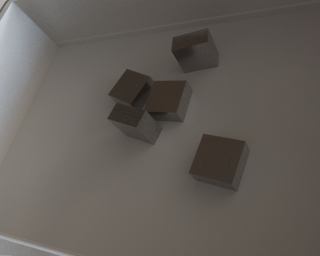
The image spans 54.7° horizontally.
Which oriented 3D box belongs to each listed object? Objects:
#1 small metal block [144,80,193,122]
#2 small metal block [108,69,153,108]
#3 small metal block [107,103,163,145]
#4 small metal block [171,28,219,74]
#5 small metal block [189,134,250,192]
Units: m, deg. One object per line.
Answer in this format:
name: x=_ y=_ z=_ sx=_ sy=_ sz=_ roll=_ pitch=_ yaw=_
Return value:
small metal block: x=0.012 y=-0.037 z=0.422 sx=0.050 sy=0.025 sz=0.050 roll=4 pitch=64 yaw=30
small metal block: x=-0.040 y=-0.056 z=0.461 sx=0.050 sy=0.025 sz=0.050 roll=25 pitch=75 yaw=36
small metal block: x=-0.032 y=-0.005 z=0.410 sx=0.050 sy=0.050 sz=0.025 roll=16 pitch=70 yaw=34
small metal block: x=0.050 y=-0.105 z=0.428 sx=0.050 sy=0.050 sz=0.025 roll=-8 pitch=59 yaw=24
small metal block: x=0.067 y=0.038 z=0.347 sx=0.050 sy=0.025 sz=0.050 roll=10 pitch=67 yaw=32
